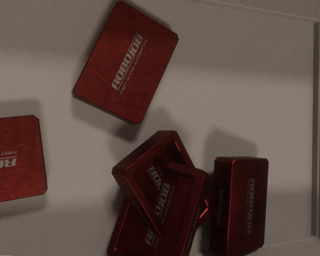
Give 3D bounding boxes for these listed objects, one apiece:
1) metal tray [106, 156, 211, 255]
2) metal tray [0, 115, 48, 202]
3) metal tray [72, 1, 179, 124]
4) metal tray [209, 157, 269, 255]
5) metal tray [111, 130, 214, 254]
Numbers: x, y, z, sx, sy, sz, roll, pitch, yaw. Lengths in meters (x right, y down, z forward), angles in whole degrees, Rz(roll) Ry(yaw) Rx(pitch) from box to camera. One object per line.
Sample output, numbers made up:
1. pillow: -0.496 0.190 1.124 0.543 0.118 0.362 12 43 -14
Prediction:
1. metal tray: -0.001 0.105 0.374 0.030 0.090 0.130 39 66 -62
2. metal tray: -0.196 0.037 0.336 0.131 0.030 0.089 -7 93 -20
3. metal tray: -0.042 -0.080 0.393 0.090 0.030 0.130 26 81 -19
4. metal tray: 0.113 0.106 0.435 0.091 0.030 0.129 5 88 -41
5. metal tray: 0.009 0.079 0.390 0.091 0.030 0.130 -39 111 -32
